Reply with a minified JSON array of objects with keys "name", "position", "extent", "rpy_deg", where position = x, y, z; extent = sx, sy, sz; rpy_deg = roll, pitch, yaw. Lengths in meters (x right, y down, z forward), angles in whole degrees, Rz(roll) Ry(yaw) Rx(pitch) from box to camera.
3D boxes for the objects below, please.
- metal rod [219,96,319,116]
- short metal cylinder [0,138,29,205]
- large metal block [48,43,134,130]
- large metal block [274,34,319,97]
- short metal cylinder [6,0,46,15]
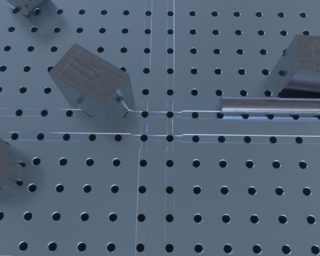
[{"name":"metal rod","position":[0.234,-0.029,0.423],"extent":[0.302,0.025,0.025],"rpy_deg":[1,70,0]},{"name":"short metal cylinder","position":[-0.210,0.052,0.378],"extent":[0.081,0.050,0.080],"rpy_deg":[0,70,0]},{"name":"large metal block","position":[-0.083,-0.050,0.400],"extent":[0.080,0.080,0.050],"rpy_deg":[31,73,10]},{"name":"large metal block","position":[0.207,-0.076,0.412],"extent":[0.080,0.080,0.050],"rpy_deg":[4,70,1]},{"name":"short metal cylinder","position":[-0.209,-0.217,0.460],"extent":[0.080,0.080,0.050],"rpy_deg":[38,75,12]}]
